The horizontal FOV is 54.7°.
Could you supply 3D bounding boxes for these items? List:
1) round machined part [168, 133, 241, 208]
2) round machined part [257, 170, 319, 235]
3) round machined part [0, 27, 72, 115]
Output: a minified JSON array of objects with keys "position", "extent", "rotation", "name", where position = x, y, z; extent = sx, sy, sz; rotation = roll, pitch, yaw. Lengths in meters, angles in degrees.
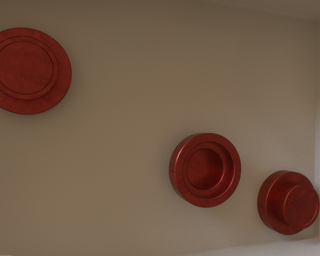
[{"position":[0.057,0.055,0.422],"extent":[0.099,0.042,0.097],"rotation":[0,90,-20],"name":"round machined part"},{"position":[0.204,0.116,0.477],"extent":[0.099,0.042,0.097],"rotation":[0,90,-20],"name":"round machined part"},{"position":[-0.150,-0.064,0.346],"extent":[0.099,0.042,0.097],"rotation":[0,90,-20],"name":"round machined part"}]
